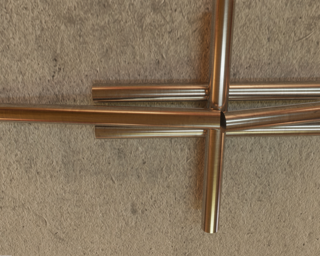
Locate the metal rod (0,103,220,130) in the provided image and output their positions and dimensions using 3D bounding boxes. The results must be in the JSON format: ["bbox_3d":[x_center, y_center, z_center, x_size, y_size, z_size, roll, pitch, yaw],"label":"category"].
[{"bbox_3d":[-0.080,-0.015,0.377,0.302,0.025,0.025,2,111,9],"label":"metal rod"}]

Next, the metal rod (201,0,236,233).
[{"bbox_3d":[0.070,0.001,0.386,0.025,0.025,0.298,0,110,0],"label":"metal rod"}]

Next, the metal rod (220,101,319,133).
[{"bbox_3d":[0.220,-0.023,0.379,0.302,0.025,0.025,-6,111,-9],"label":"metal rod"}]

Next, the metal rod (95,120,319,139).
[{"bbox_3d":[0.067,0.000,0.411,0.302,0.025,0.025,-1,110,-1],"label":"metal rod"}]

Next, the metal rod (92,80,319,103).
[{"bbox_3d":[0.067,-0.046,0.394,0.302,0.025,0.025,-1,110,-1],"label":"metal rod"}]
